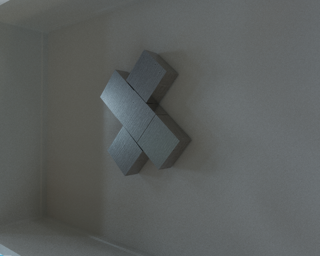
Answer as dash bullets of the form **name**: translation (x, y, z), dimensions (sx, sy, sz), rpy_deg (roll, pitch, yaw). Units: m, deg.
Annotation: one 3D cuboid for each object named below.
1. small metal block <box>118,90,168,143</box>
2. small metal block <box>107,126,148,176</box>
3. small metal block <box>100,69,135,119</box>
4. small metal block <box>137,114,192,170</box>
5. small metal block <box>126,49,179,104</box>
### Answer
- **small metal block**: translation (-0.025, -0.016, 0.424), dimensions (0.050, 0.025, 0.050), rpy_deg (49, 119, 29)
- **small metal block**: translation (-0.042, 0.032, 0.439), dimensions (0.050, 0.025, 0.050), rpy_deg (50, 120, 28)
- **small metal block**: translation (-0.054, -0.048, 0.449), dimensions (0.050, 0.025, 0.050), rpy_deg (49, 119, 29)
- **small metal block**: translation (0.004, 0.018, 0.400), dimensions (0.050, 0.025, 0.050), rpy_deg (49, 119, 29)
- **small metal block**: translation (-0.011, -0.068, 0.413), dimensions (0.050, 0.025, 0.050), rpy_deg (49, 118, 28)
